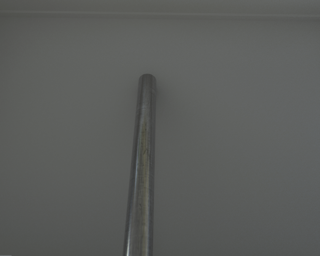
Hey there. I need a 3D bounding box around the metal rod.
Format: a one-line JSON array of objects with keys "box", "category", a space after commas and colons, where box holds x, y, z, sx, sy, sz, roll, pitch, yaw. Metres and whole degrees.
[{"box": [-0.018, 0.038, 0.327, 0.025, 0.025, 0.300, 0, 44, 0], "category": "metal rod"}]
